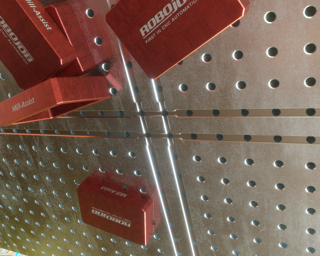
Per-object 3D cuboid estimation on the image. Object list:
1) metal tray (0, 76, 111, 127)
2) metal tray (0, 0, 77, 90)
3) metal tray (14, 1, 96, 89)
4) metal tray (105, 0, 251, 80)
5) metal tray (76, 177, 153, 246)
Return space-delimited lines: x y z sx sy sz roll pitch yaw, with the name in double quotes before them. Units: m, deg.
"metal tray" -0.144 -0.036 0.417 0.130 0.091 0.030 -15 91 34
"metal tray" -0.175 -0.118 0.385 0.090 0.030 0.130 -27 104 37
"metal tray" -0.160 -0.108 0.423 0.130 0.030 0.090 -6 116 30
"metal tray" 0.014 -0.121 0.325 0.130 0.030 0.090 -30 102 37
"metal tray" -0.077 0.143 0.535 0.130 0.030 0.089 14 124 20
